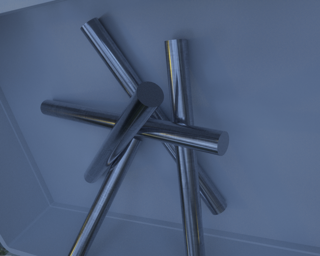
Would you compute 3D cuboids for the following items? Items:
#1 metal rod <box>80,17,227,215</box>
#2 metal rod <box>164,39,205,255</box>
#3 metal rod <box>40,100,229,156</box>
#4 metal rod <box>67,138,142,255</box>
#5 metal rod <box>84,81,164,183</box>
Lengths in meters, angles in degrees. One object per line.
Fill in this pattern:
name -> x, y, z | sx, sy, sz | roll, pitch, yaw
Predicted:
metal rod -> -0.001, -0.007, 0.405 | 0.025, 0.025, 0.299 | -27, 104, 37
metal rod -> 0.033, 0.048, 0.372 | 0.025, 0.025, 0.298 | 0, 104, 28
metal rod -> -0.056, -0.008, 0.393 | 0.300, 0.025, 0.025 | 11, 124, 36
metal rod -> -0.102, 0.146, 0.452 | 0.025, 0.025, 0.299 | 27, 95, 11
metal rod -> -0.062, 0.026, 0.394 | 0.025, 0.025, 0.299 | 42, 149, -1
